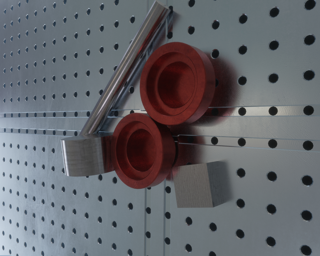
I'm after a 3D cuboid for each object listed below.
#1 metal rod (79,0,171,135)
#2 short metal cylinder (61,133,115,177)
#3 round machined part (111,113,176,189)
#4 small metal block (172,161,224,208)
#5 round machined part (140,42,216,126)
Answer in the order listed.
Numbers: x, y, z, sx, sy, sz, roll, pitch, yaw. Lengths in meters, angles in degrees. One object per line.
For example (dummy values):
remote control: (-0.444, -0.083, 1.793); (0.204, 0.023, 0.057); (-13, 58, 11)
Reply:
metal rod: (-0.074, -0.051, 0.469); (0.025, 0.025, 0.298); (50, 119, 28)
short metal cylinder: (-0.100, 0.037, 0.453); (0.080, 0.081, 0.050); (-2, 96, 40)
round machined part: (-0.018, 0.029, 0.411); (0.098, 0.042, 0.097); (-1, 88, 42)
small metal block: (0.045, 0.068, 0.372); (0.050, 0.025, 0.050); (-13, 82, 39)
round machined part: (0.025, -0.052, 0.378); (0.098, 0.042, 0.097); (0, 90, 40)
